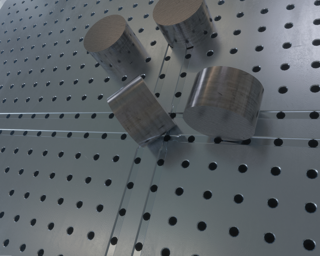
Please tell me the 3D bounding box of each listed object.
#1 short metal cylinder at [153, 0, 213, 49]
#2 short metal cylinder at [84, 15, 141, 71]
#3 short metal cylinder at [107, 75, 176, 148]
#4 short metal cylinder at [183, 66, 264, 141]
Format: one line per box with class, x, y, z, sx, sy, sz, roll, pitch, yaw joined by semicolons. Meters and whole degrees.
short metal cylinder;0.036;-0.170;0.478;0.080;0.050;0.080;-13;56;21
short metal cylinder;-0.080;-0.143;0.522;0.080;0.050;0.080;-13;56;21
short metal cylinder;-0.023;-0.021;0.398;0.050;0.080;0.080;-36;51;4
short metal cylinder;0.072;-0.025;0.351;0.080;0.080;0.050;6;65;31
